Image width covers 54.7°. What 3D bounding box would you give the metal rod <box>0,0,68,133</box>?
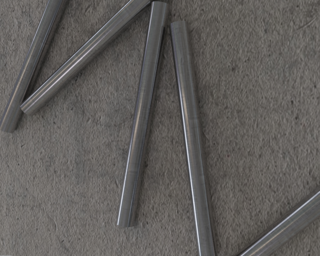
[{"bbox_3d":[-0.182,-0.130,0.473,0.025,0.025,0.298,29,99,17],"label":"metal rod"}]

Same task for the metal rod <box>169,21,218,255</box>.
[{"bbox_3d":[0.042,0.014,0.393,0.025,0.025,0.298,-8,87,20],"label":"metal rod"}]

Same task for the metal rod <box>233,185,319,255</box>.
[{"bbox_3d":[0.171,0.089,0.348,0.299,0.025,0.025,-46,76,14],"label":"metal rod"}]

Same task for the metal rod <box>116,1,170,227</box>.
[{"bbox_3d":[-0.023,-0.016,0.417,0.025,0.025,0.298,11,94,19],"label":"metal rod"}]

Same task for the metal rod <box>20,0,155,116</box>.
[{"bbox_3d":[-0.092,-0.118,0.441,0.300,0.025,0.025,-38,78,16],"label":"metal rod"}]
